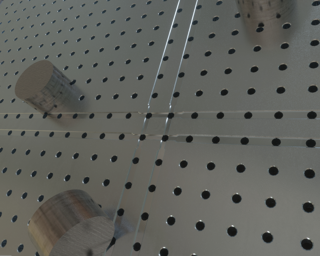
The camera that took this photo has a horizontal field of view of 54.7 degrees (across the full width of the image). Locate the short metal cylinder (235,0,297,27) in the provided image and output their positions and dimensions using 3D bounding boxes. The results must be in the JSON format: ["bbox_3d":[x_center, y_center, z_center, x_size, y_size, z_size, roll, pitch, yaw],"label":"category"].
[{"bbox_3d":[0.146,-0.189,0.431,0.080,0.050,0.080,-13,56,20],"label":"short metal cylinder"}]

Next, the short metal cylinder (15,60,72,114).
[{"bbox_3d":[-0.202,-0.071,0.539,0.080,0.050,0.080,-13,56,20],"label":"short metal cylinder"}]

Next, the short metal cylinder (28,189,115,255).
[{"bbox_3d":[-0.099,0.118,0.351,0.050,0.080,0.080,35,81,38],"label":"short metal cylinder"}]
